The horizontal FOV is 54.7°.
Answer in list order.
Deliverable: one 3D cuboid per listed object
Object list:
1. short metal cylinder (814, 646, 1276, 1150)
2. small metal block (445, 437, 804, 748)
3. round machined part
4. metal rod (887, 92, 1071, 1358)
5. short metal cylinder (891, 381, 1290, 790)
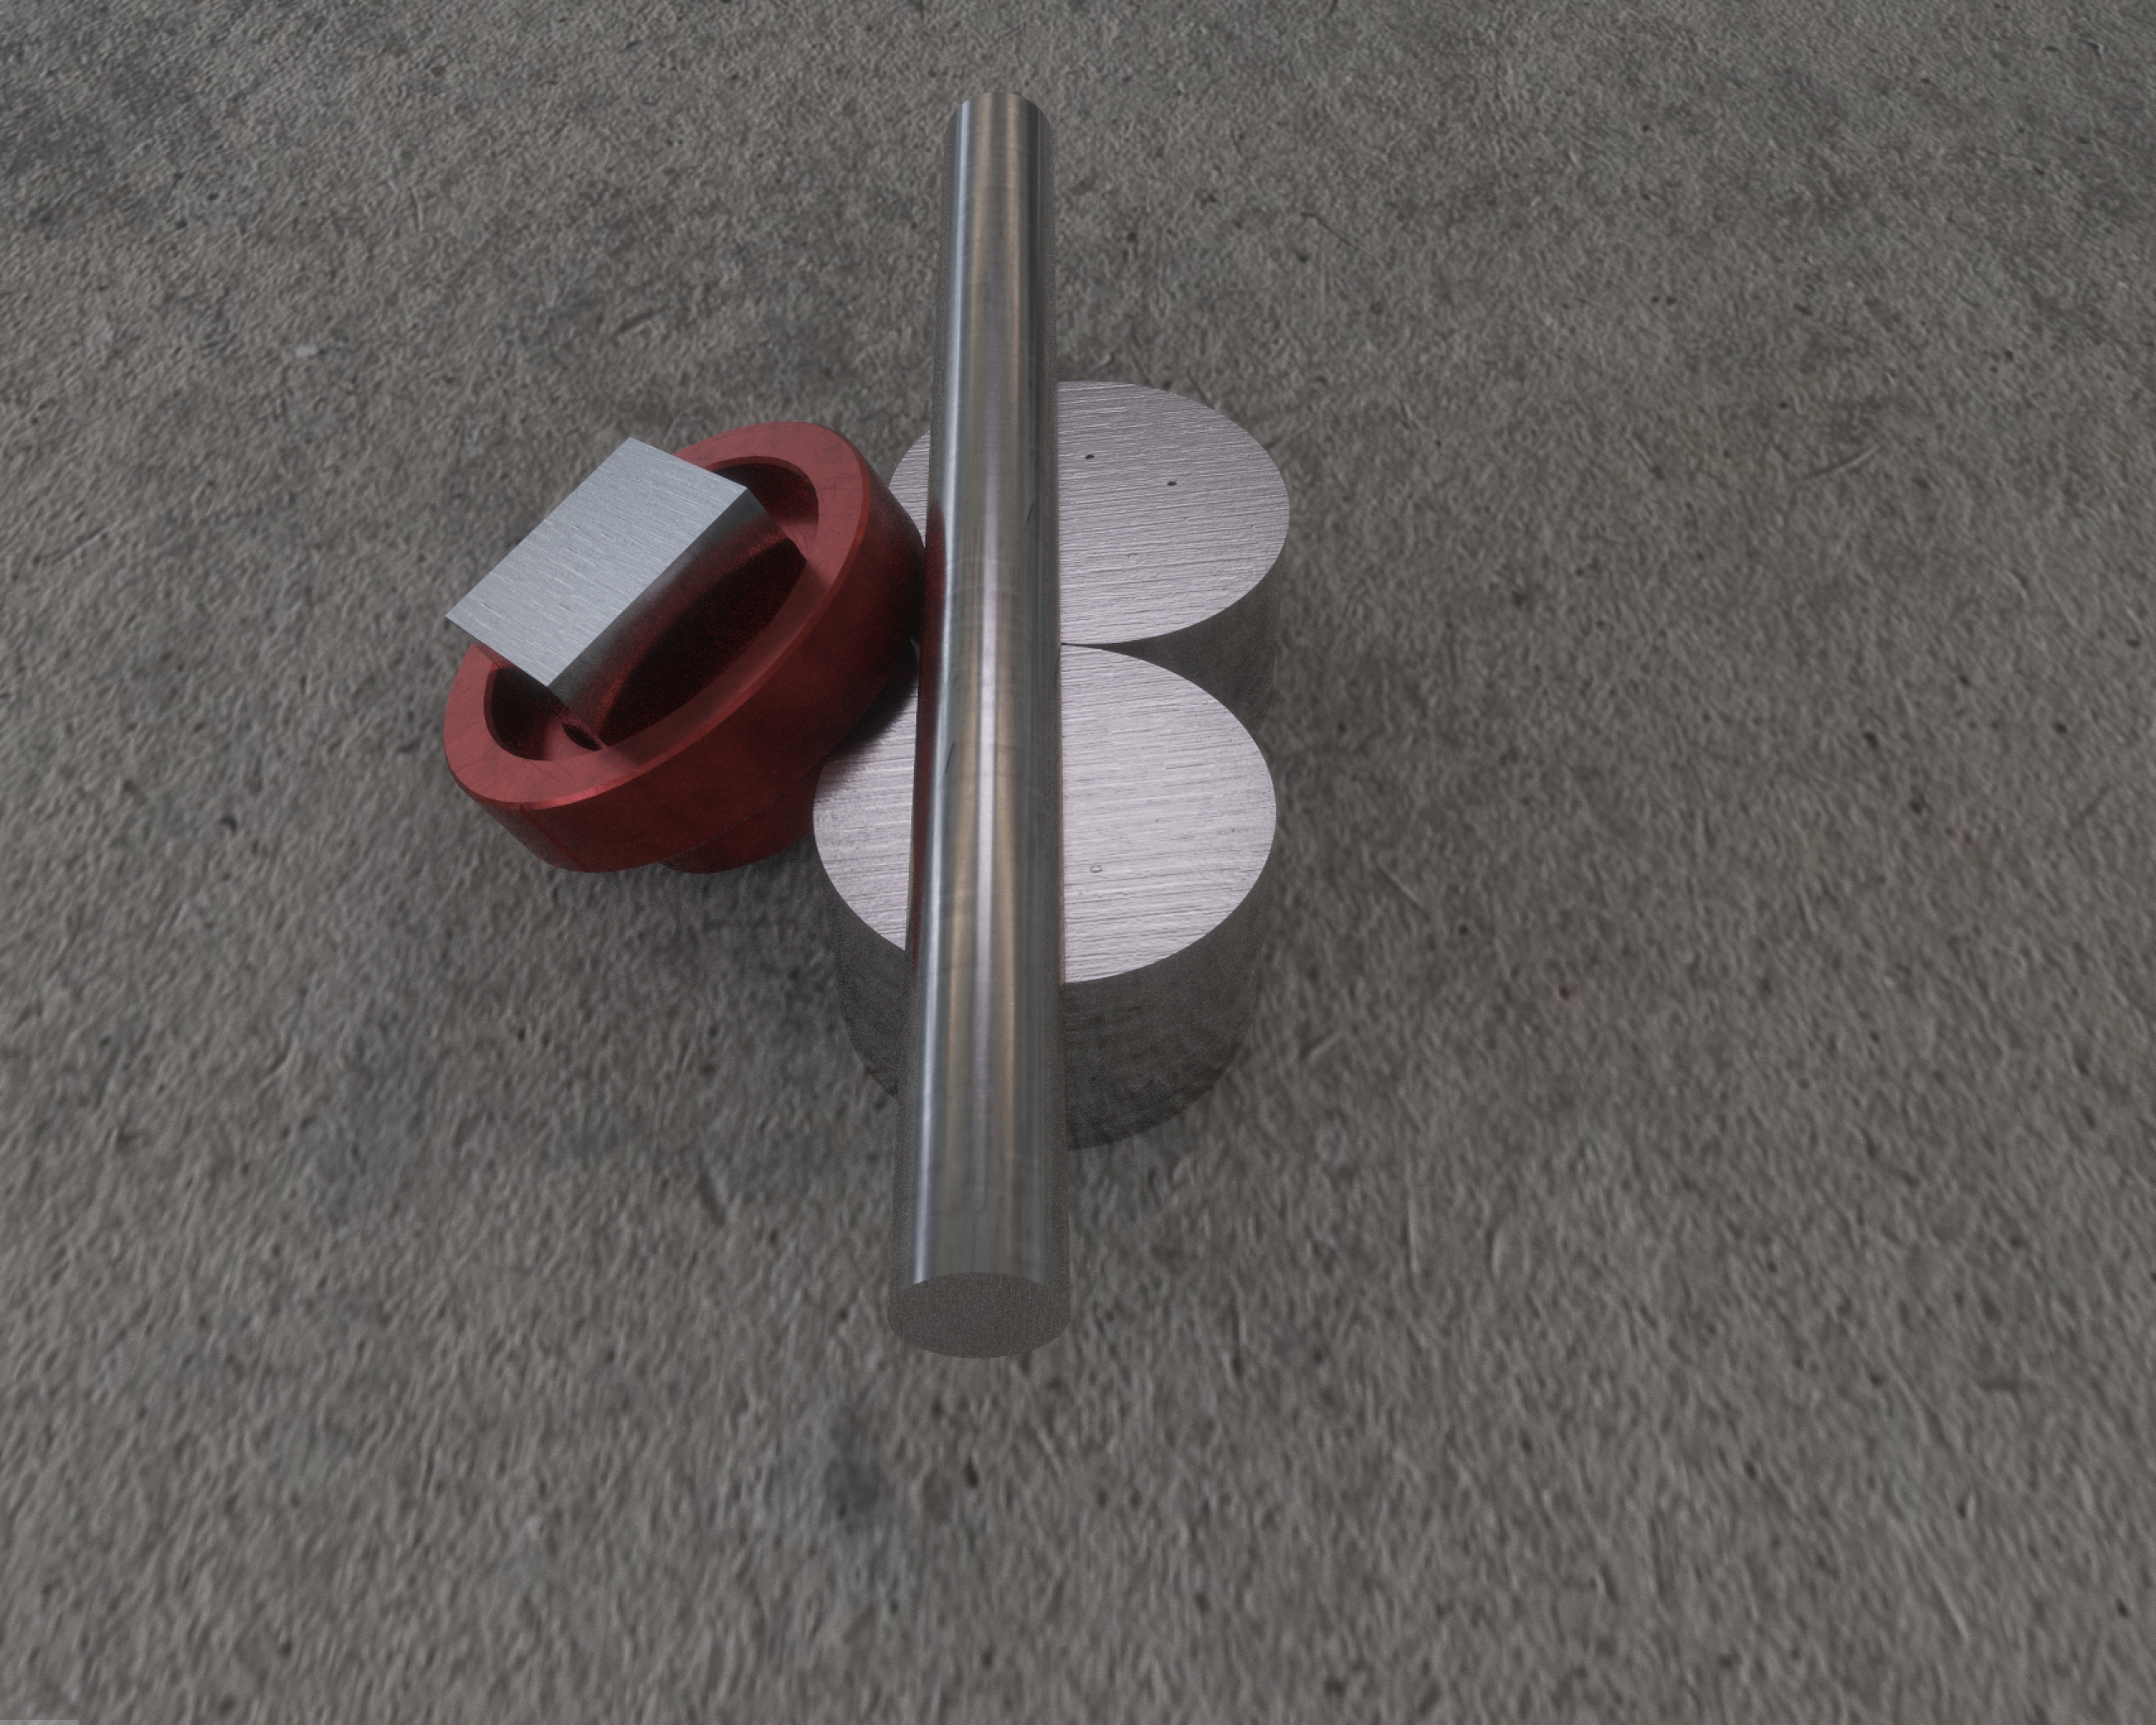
[{"bbox_3d":[-0.006,0.006,0.383,0.081,0.050,0.080,0,49,0],"label":"short metal cylinder"},{"bbox_3d":[-0.084,-0.049,0.393,0.050,0.025,0.050,-48,41,-11],"label":"small metal block"},{"bbox_3d":[-0.071,-0.036,0.407,0.098,0.042,0.098,-20,44,21],"label":"round machined part"},{"bbox_3d":[-0.016,-0.052,0.384,0.025,0.025,0.300,-1,50,-1],"label":"metal rod"},{"bbox_3d":[0.002,-0.056,0.435,0.081,0.050,0.080,0,50,0],"label":"short metal cylinder"}]
